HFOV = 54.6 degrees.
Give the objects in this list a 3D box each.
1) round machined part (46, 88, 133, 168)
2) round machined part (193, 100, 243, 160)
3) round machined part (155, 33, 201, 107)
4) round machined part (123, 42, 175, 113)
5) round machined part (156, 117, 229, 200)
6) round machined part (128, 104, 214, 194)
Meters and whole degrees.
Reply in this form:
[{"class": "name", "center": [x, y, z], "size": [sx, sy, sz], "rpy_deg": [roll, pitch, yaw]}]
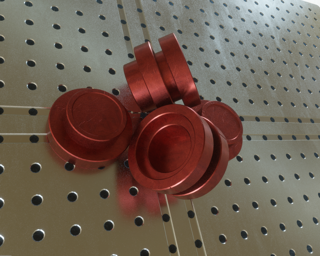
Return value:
[{"class": "round machined part", "center": [-0.077, -0.006, 0.359], "size": [0.099, 0.042, 0.098], "rpy_deg": [13, 56, -21]}, {"class": "round machined part", "center": [0.077, 0.001, 0.438], "size": [0.099, 0.042, 0.098], "rpy_deg": [13, 56, -21]}, {"class": "round machined part", "center": [0.016, -0.069, 0.403], "size": [0.042, 0.098, 0.098], "rpy_deg": [-22, 68, 6]}, {"class": "round machined part", "center": [-0.015, -0.058, 0.403], "size": [0.042, 0.098, 0.098], "rpy_deg": [-22, 68, 6]}, {"class": "round machined part", "center": [0.037, 0.037, 0.370], "size": [0.042, 0.098, 0.098], "rpy_deg": [35, 43, -48]}, {"class": "round machined part", "center": [0.015, 0.026, 0.347], "size": [0.042, 0.098, 0.098], "rpy_deg": [34, 43, -48]}]
